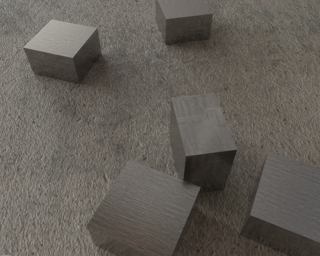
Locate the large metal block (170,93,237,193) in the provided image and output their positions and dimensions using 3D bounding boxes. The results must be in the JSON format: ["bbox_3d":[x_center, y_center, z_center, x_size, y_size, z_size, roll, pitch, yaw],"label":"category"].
[{"bbox_3d":[0.043,0.019,0.352,0.050,0.080,0.080,-7,51,-6],"label":"large metal block"}]

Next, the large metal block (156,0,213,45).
[{"bbox_3d":[0.040,-0.197,0.553,0.081,0.050,0.080,-10,51,-8],"label":"large metal block"}]

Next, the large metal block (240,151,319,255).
[{"bbox_3d":[0.137,0.082,0.319,0.080,0.050,0.080,19,53,15],"label":"large metal block"}]

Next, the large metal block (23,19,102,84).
[{"bbox_3d":[-0.149,-0.121,0.488,0.080,0.050,0.080,14,51,11],"label":"large metal block"}]

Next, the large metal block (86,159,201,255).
[{"bbox_3d":[-0.013,0.089,0.312,0.080,0.050,0.080,19,53,15],"label":"large metal block"}]
